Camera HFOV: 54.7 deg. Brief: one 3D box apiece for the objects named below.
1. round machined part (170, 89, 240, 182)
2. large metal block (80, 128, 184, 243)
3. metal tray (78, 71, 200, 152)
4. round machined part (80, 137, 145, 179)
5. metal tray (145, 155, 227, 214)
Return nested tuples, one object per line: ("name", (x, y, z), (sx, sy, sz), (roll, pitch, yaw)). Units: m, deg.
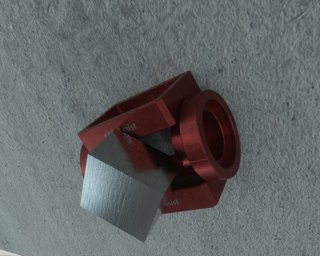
("round machined part", (0.048, 0.010, 0.341), (0.042, 0.098, 0.098), (-17, 110, 34))
("large metal block", (-0.032, 0.060, 0.325), (0.080, 0.050, 0.079), (26, 128, 11))
("metal tray", (-0.025, -0.018, 0.368), (0.130, 0.090, 0.030), (-19, 108, 35))
("round machined part", (-0.055, 0.044, 0.415), (0.042, 0.098, 0.098), (-17, 110, 34))
("metal tray", (0.021, 0.067, 0.394), (0.130, 0.090, 0.030), (-19, 109, 35))
